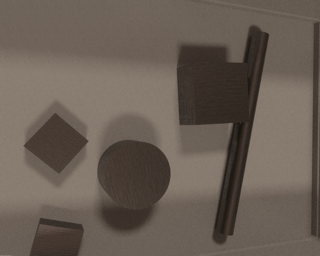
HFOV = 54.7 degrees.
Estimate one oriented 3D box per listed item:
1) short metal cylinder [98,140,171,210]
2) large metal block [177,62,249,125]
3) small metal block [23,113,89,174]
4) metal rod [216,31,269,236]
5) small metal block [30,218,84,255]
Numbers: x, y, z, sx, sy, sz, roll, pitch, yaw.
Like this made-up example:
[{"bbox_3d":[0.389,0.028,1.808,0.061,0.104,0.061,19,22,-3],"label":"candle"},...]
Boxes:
[{"bbox_3d":[-0.034,0.056,0.386,0.081,0.050,0.079,0,90,-21],"label":"short metal cylinder"},{"bbox_3d":[0.072,-0.046,0.425,0.081,0.050,0.079,-3,91,-20],"label":"large metal block"},{"bbox_3d":[-0.122,0.018,0.366,0.050,0.025,0.050,43,76,-15],"label":"small metal block"},{"bbox_3d":[0.122,0.005,0.457,0.025,0.025,0.298,13,86,-20],"label":"metal rod"},{"bbox_3d":[-0.123,0.138,0.366,0.050,0.025,0.050,16,85,-20],"label":"small metal block"}]
